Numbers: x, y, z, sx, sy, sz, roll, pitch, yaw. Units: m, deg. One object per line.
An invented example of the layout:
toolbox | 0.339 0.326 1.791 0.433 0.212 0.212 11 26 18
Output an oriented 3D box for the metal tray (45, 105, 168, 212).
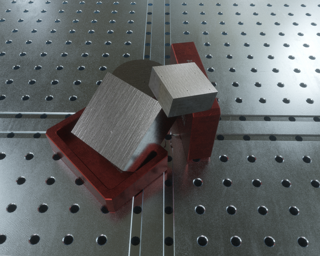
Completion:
metal tray | -0.065 0.026 0.380 0.091 0.030 0.130 -36 59 -27

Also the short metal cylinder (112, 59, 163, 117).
short metal cylinder | -0.026 -0.051 0.434 0.081 0.050 0.080 0 50 0

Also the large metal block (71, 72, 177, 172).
large metal block | -0.039 -0.005 0.355 0.080 0.050 0.080 32 92 23

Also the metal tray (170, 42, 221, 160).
metal tray | 0.039 -0.036 0.396 0.030 0.089 0.130 -7 51 -6

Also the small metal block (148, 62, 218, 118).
small metal block | 0.023 -0.041 0.320 0.050 0.025 0.050 -11 51 -24
